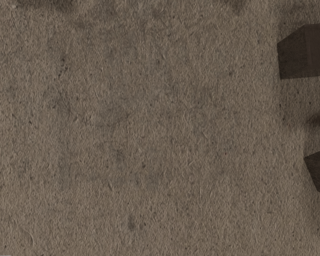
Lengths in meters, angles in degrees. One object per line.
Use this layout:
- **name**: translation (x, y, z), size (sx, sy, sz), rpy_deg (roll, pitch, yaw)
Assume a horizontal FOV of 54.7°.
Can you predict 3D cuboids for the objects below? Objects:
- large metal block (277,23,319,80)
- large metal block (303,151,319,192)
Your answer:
- **large metal block**: translation (0.203, -0.094, 0.385), size (0.081, 0.080, 0.050), rpy_deg (-5, 90, -1)
- **large metal block**: translation (0.244, 0.049, 0.386), size (0.080, 0.080, 0.050), rpy_deg (-23, 90, 0)
